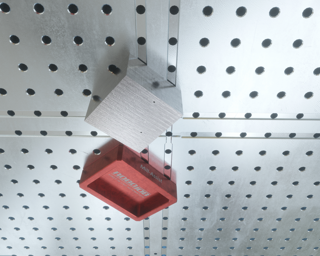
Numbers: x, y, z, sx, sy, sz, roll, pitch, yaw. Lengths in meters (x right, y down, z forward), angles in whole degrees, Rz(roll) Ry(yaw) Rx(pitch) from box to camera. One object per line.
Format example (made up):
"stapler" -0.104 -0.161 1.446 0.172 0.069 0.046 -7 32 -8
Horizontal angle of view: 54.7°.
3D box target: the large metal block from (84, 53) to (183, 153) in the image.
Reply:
"large metal block" -0.030 -0.027 0.372 0.080 0.050 0.080 33 123 -25

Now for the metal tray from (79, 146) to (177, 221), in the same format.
"metal tray" -0.047 0.091 0.485 0.090 0.030 0.130 -34 123 25
